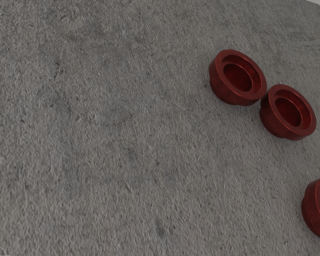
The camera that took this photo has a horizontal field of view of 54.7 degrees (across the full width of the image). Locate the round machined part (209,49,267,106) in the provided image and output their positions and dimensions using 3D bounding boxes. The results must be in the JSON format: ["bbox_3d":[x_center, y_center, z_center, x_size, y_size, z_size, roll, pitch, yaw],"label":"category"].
[{"bbox_3d":[0.121,-0.076,0.504,0.099,0.042,0.098,14,56,-21],"label":"round machined part"}]

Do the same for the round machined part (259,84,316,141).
[{"bbox_3d":[0.207,-0.022,0.517,0.099,0.042,0.098,14,56,-21],"label":"round machined part"}]

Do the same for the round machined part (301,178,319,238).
[{"bbox_3d":[0.248,0.123,0.451,0.099,0.042,0.098,14,56,-21],"label":"round machined part"}]
